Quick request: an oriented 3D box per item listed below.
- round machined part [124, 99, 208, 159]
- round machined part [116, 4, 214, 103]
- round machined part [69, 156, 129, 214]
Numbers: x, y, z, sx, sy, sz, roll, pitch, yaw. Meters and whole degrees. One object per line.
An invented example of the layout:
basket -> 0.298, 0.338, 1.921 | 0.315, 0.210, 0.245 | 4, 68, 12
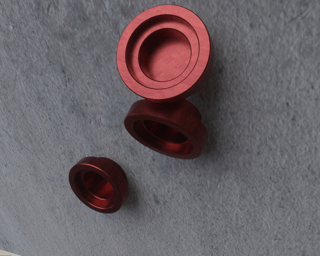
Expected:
round machined part -> 0.010, -0.005, 0.369 | 0.098, 0.042, 0.098 | 20, 155, 10
round machined part -> 0.008, -0.074, 0.326 | 0.098, 0.042, 0.097 | -2, 84, 18
round machined part -> -0.093, 0.086, 0.496 | 0.098, 0.042, 0.097 | 13, 124, 20
